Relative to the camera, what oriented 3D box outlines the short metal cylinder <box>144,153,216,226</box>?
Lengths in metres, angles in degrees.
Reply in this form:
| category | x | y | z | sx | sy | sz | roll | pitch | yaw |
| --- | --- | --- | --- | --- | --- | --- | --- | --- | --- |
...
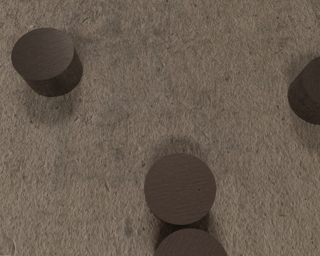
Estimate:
| category | x | y | z | sx | sy | sz | roll | pitch | yaw |
| --- | --- | --- | --- | --- | --- | --- | --- | --- | --- |
| short metal cylinder | 0.022 | 0.074 | 0.368 | 0.081 | 0.050 | 0.080 | 0 | 70 | 0 |

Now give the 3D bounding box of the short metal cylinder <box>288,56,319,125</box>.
| category | x | y | z | sx | sy | sz | roll | pitch | yaw |
| --- | --- | --- | --- | --- | --- | --- | --- | --- | --- |
| short metal cylinder | 0.222 | -0.050 | 0.416 | 0.081 | 0.050 | 0.080 | 0 | 70 | 0 |

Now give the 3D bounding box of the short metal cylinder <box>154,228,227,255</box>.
| category | x | y | z | sx | sy | sz | roll | pitch | yaw |
| --- | --- | --- | --- | --- | --- | --- | --- | --- | --- |
| short metal cylinder | 0.032 | 0.153 | 0.339 | 0.081 | 0.050 | 0.080 | 0 | 70 | 0 |

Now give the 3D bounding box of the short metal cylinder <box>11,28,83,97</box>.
| category | x | y | z | sx | sy | sz | roll | pitch | yaw |
| --- | --- | --- | --- | --- | --- | --- | --- | --- | --- |
| short metal cylinder | -0.152 | -0.089 | 0.426 | 0.081 | 0.050 | 0.080 | 0 | 70 | 0 |
